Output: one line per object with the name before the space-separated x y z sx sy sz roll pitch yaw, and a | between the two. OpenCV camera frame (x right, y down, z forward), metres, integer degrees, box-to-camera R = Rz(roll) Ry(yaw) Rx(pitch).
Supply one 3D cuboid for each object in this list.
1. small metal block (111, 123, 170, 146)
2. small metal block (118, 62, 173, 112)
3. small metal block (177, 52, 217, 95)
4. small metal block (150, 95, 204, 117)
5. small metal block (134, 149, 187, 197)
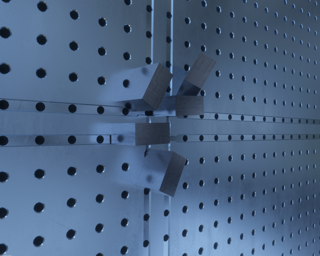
small metal block | -0.024 0.006 0.372 0.050 0.050 0.025 -1 91 -40
small metal block | -0.018 -0.048 0.377 0.025 0.050 0.050 37 68 -34
small metal block | 0.049 -0.067 0.429 0.025 0.050 0.050 30 66 2
small metal block | 0.022 -0.029 0.410 0.050 0.050 0.025 -4 93 -40
small metal block | 0.000 0.056 0.392 0.025 0.050 0.050 33 70 -35
